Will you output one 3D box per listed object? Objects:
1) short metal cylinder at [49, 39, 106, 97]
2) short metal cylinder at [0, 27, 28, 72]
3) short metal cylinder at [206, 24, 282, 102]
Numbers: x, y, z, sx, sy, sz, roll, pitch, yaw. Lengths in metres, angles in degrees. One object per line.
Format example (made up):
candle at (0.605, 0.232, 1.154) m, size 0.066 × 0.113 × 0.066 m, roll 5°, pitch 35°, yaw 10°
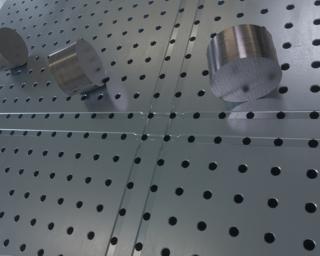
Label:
short metal cylinder at (-0.132, -0.096, 0.502) m, size 0.050 × 0.080 × 0.080 m, roll -19°, pitch 54°, yaw 17°
short metal cylinder at (-0.324, -0.161, 0.642) m, size 0.050 × 0.080 × 0.080 m, roll -13°, pitch 56°, yaw 21°
short metal cylinder at (0.098, -0.074, 0.367) m, size 0.080 × 0.080 × 0.050 m, roll -14°, pitch 56°, yaw 21°
